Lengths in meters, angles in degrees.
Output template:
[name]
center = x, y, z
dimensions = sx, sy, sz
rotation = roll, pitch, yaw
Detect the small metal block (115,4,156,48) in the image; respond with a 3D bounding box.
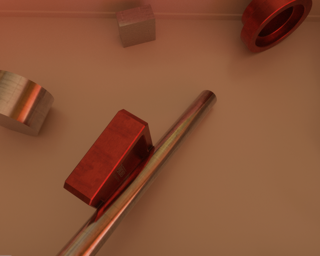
[small metal block]
center = -0.034, -0.147, 0.450
dimensions = 0.050, 0.050, 0.025
rotation = -16, 71, -6

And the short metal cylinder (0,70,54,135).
[short metal cylinder]
center = -0.183, -0.030, 0.389
dimensions = 0.080, 0.080, 0.050
rotation = 16, 71, 5

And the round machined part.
[round machined part]
center = 0.154, -0.154, 0.430
dimensions = 0.099, 0.098, 0.042
rotation = -26, 70, -9

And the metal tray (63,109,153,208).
[metal tray]
center = -0.045, 0.046, 0.336
dimensions = 0.030, 0.130, 0.090
rotation = 31, 73, 14

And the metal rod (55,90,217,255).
[metal rod]
center = -0.011, 0.042, 0.330
dimensions = 0.025, 0.025, 0.301
rotation = 33, 48, 11
